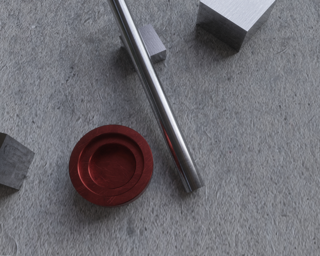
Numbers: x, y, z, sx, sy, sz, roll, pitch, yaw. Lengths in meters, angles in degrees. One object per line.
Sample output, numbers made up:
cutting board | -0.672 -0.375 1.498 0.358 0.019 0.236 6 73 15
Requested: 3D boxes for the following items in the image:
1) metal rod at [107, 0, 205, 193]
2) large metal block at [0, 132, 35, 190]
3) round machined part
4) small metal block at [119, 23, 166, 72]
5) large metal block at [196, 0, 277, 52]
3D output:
metal rod | -0.012 -0.060 0.409 0.025 0.025 0.299 -21 79 -7
large metal block | -0.210 0.033 0.365 0.080 0.080 0.050 14 71 5
round machined part | -0.057 0.048 0.381 0.099 0.042 0.098 0 70 0
small metal block | -0.025 -0.117 0.450 0.050 0.025 0.050 -25 72 -9
large metal block | 0.113 -0.174 0.459 0.080 0.050 0.080 38 74 12
